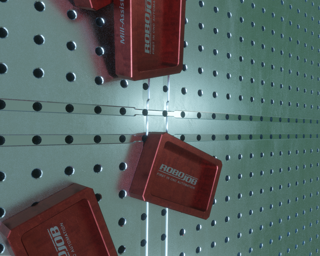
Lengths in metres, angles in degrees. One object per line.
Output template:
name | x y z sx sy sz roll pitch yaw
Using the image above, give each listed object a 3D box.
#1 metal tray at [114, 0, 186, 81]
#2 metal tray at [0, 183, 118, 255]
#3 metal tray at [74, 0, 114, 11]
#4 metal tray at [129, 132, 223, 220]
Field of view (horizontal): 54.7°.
metal tray | -0.010 -0.128 0.372 0.091 0.030 0.129 -19 118 -43
metal tray | -0.096 0.136 0.326 0.091 0.030 0.129 -27 107 -37
metal tray | -0.064 -0.202 0.321 0.090 0.030 0.129 -43 139 -32
metal tray | 0.028 0.069 0.431 0.131 0.030 0.090 28 73 -37
